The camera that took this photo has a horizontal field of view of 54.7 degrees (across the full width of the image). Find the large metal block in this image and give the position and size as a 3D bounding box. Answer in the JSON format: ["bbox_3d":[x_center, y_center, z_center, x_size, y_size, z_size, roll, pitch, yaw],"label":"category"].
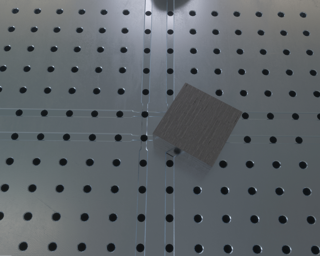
[{"bbox_3d":[0.046,0.002,0.398,0.080,0.050,0.080,29,73,10],"label":"large metal block"}]
